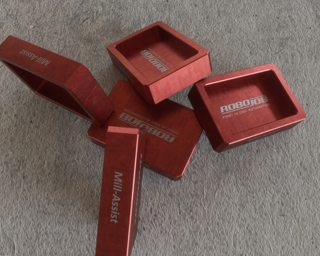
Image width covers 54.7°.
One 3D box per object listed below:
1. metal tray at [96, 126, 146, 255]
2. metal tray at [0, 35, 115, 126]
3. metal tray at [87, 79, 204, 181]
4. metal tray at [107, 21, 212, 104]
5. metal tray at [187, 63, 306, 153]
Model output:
[{"bbox_3d":[-0.038,0.063,0.331,0.030,0.090,0.129,5,91,2],"label":"metal tray"},{"bbox_3d":[-0.127,-0.057,0.378,0.130,0.090,0.030,24,71,26],"label":"metal tray"},{"bbox_3d":[-0.015,0.002,0.406,0.130,0.030,0.090,24,72,8],"label":"metal tray"},{"bbox_3d":[-0.005,-0.092,0.409,0.090,0.030,0.130,-30,44,-11],"label":"metal tray"},{"bbox_3d":[0.112,-0.029,0.401,0.131,0.030,0.090,-16,70,-22],"label":"metal tray"}]
